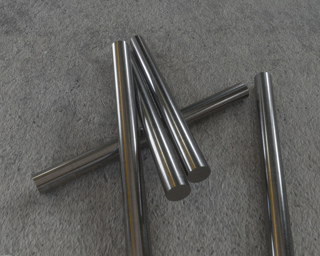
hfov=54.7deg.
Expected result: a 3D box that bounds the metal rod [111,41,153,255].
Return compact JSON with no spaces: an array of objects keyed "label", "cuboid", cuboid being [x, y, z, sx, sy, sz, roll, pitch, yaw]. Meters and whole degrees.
[{"label":"metal rod","cuboid":[-0.036,0.015,0.359,0.025,0.025,0.299,-6,60,-5]}]

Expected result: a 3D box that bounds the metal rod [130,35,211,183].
[{"label":"metal rod","cuboid":[0.000,-0.050,0.418,0.025,0.025,0.300,-12,43,-10]}]

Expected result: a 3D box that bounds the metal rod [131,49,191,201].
[{"label":"metal rod","cuboid":[-0.022,-0.034,0.403,0.025,0.025,0.300,-12,43,-10]}]

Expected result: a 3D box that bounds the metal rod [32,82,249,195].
[{"label":"metal rod","cuboid":[-0.009,0.005,0.398,0.302,0.025,0.025,-25,54,-20]}]

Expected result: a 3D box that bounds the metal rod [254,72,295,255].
[{"label":"metal rod","cuboid":[0.133,0.039,0.370,0.025,0.025,0.300,6,50,5]}]
